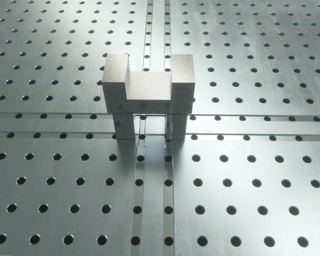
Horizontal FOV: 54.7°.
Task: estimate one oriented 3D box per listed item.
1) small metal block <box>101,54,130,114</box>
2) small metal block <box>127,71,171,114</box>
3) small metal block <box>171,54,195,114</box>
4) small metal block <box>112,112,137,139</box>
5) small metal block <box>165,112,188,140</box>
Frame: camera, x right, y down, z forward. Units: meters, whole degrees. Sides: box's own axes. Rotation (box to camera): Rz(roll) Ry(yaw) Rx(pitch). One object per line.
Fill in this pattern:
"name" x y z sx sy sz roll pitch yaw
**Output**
"small metal block" -0.050 -0.052 0.369 0.025 0.050 0.050 0 50 0
"small metal block" -0.013 -0.044 0.380 0.050 0.025 0.050 1 50 0
"small metal block" 0.026 -0.052 0.369 0.025 0.050 0.050 0 50 0
"small metal block" -0.045 -0.020 0.407 0.025 0.050 0.050 1 50 0
"small metal block" 0.020 -0.020 0.408 0.025 0.050 0.050 -1 50 -1
